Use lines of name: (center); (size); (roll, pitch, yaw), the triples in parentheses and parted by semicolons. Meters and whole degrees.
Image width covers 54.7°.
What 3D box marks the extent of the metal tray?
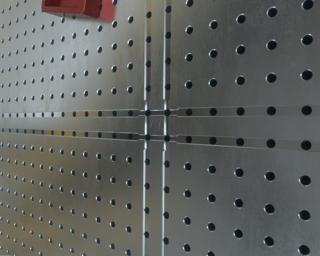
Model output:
metal tray: (-0.149, -0.238, 0.526); (0.130, 0.030, 0.089); (19, 102, 38)
